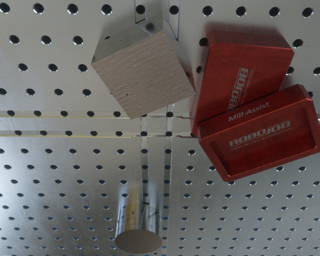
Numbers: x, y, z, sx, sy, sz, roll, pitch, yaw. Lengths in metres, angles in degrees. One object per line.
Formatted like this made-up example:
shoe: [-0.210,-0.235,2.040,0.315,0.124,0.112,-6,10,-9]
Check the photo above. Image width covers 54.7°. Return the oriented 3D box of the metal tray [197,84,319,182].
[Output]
metal tray: [0.122,0.011,0.378,0.130,0.030,0.090,-23,127,18]

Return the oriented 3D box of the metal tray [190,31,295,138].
metal tray: [0.091,-0.045,0.371,0.091,0.030,0.129,4,130,-4]

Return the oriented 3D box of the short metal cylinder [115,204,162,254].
short metal cylinder: [-0.037,0.178,0.547,0.081,0.050,0.079,0,130,0]

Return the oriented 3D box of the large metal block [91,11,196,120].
large metal block: [-0.015,-0.066,0.339,0.080,0.050,0.080,-21,127,16]
